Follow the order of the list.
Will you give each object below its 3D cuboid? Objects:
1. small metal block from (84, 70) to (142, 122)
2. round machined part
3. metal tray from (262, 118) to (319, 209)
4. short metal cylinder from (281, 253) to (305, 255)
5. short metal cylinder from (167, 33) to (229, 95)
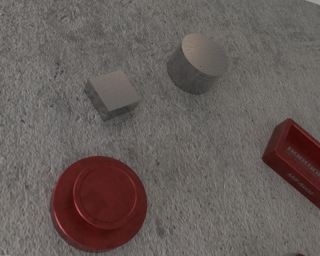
[{"bbox_3d":[-0.061,-0.042,0.397,0.050,0.025,0.050,-25,75,-37],"label":"small metal block"},{"bbox_3d":[-0.058,0.073,0.317,0.099,0.042,0.098,14,56,-21],"label":"round machined part"},{"bbox_3d":[0.232,0.056,0.490,0.130,0.030,0.090,40,51,-1],"label":"metal tray"},{"bbox_3d":[0.142,0.183,0.333,0.050,0.080,0.080,-9,67,-32],"label":"short metal cylinder"},{"bbox_3d":[0.058,-0.098,0.478,0.081,0.050,0.080,14,56,-21],"label":"short metal cylinder"}]
